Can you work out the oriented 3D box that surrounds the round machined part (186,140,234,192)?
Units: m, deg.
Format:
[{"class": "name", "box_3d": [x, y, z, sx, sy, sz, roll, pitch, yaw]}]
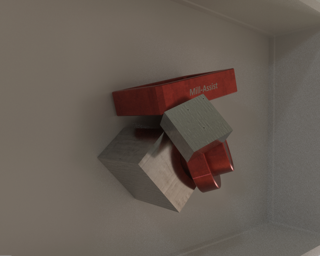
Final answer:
[{"class": "round machined part", "box_3d": [0.058, 0.024, 0.369, 0.098, 0.042, 0.097, -19, 90, -76]}]

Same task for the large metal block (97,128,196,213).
[{"class": "large metal block", "box_3d": [-0.012, 0.046, 0.361, 0.050, 0.080, 0.080, -52, 121, -28]}]

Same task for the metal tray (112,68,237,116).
[{"class": "metal tray", "box_3d": [0.020, -0.045, 0.380, 0.131, 0.090, 0.030, -19, 103, -39]}]

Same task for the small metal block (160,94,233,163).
[{"class": "small metal block", "box_3d": [0.036, -0.001, 0.317, 0.050, 0.025, 0.050, -27, 69, -24]}]

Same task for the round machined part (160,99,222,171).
[{"class": "round machined part", "box_3d": [0.038, 0.009, 0.430, 0.099, 0.042, 0.097, 0, 90, -40]}]
